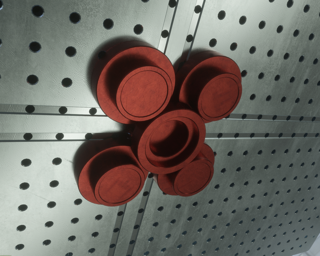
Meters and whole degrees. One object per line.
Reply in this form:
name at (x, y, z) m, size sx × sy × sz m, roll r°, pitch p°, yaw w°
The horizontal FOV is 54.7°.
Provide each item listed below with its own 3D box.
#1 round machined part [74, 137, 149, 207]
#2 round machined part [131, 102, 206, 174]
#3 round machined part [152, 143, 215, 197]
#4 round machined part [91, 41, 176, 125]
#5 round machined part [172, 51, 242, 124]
round machined part at (-0.059, 0.065, 0.410) m, size 0.099 × 0.042 × 0.097 m, roll -14°, pitch 125°, yaw -21°
round machined part at (0.008, 0.009, 0.410) m, size 0.099 × 0.042 × 0.097 m, roll -14°, pitch 125°, yaw -21°
round machined part at (0.041, 0.063, 0.463) m, size 0.099 × 0.042 × 0.097 m, roll -14°, pitch 125°, yaw -21°
round machined part at (-0.025, -0.046, 0.358) m, size 0.099 × 0.042 × 0.097 m, roll -14°, pitch 125°, yaw -21°
round machined part at (0.068, -0.048, 0.409) m, size 0.099 × 0.042 × 0.097 m, roll -14°, pitch 125°, yaw -21°
